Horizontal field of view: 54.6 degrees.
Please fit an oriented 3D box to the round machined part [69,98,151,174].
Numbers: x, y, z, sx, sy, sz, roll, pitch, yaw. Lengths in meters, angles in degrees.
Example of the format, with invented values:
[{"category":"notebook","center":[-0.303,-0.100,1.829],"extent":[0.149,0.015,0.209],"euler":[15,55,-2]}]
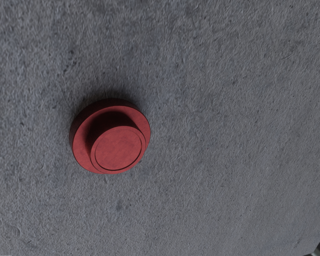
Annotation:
[{"category":"round machined part","center":[-0.056,0.017,0.375],"extent":[0.099,0.042,0.097],"euler":[-14,124,-21]}]
